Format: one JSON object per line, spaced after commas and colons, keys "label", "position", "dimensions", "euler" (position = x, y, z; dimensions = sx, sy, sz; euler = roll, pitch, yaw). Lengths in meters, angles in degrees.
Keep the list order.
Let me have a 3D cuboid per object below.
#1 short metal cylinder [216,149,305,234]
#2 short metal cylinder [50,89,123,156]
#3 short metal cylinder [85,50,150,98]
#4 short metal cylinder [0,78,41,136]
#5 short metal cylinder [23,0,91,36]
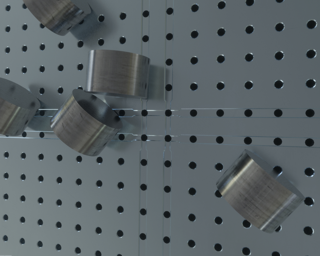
{"label": "short metal cylinder", "position": [0.110, 0.069, 0.344], "dimensions": [0.080, 0.080, 0.050], "euler": [41, 103, 15]}
{"label": "short metal cylinder", "position": [-0.098, -0.008, 0.417], "dimensions": [0.080, 0.080, 0.050], "euler": [45, 104, 14]}
{"label": "short metal cylinder", "position": [-0.055, -0.067, 0.402], "dimensions": [0.080, 0.080, 0.050], "euler": [6, 92, 19]}
{"label": "short metal cylinder", "position": [-0.229, -0.032, 0.462], "dimensions": [0.080, 0.080, 0.050], "euler": [41, 103, 15]}
{"label": "short metal cylinder", "position": [-0.144, -0.177, 0.433], "dimensions": [0.050, 0.080, 0.080], "euler": [-35, 79, 16]}
